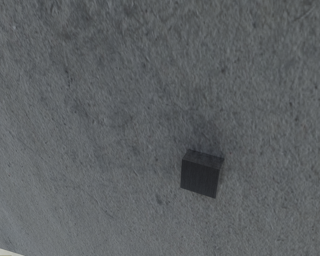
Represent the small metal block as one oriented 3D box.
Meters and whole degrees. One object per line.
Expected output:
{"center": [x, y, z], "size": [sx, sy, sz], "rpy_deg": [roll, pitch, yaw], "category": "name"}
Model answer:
{"center": [0.056, 0.061, 0.415], "size": [0.050, 0.025, 0.050], "rpy_deg": [14, 124, 20], "category": "small metal block"}
